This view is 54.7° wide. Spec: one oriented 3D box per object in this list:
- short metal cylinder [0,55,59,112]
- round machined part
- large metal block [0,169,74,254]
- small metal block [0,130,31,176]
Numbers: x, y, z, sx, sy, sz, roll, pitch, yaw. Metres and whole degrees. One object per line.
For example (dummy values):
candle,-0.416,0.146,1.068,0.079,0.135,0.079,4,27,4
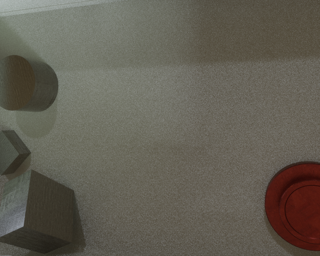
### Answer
short metal cylinder,-0.203,-0.065,0.467,0.080,0.050,0.079,0,90,19
round machined part,0.168,0.088,0.343,0.098,0.042,0.097,0,90,19
large metal block,-0.166,0.115,0.422,0.050,0.080,0.080,-27,47,18
small metal block,-0.243,0.039,0.494,0.050,0.025,0.050,-46,76,14
